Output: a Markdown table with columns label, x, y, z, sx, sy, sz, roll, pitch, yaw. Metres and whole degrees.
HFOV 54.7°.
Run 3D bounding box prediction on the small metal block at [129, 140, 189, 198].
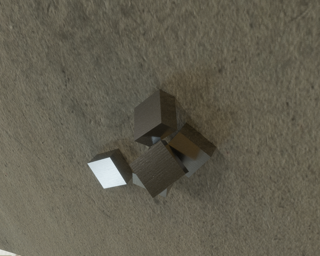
| label | x | y | z | sx | sy | sz | roll | pitch | yaw |
| --- | --- | --- | --- | --- | --- | --- | --- | --- | --- |
| small metal block | -0.001 | 0.050 | 0.385 | 0.050 | 0.025 | 0.050 | -39 | 79 | 10 |

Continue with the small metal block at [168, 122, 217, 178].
| label | x | y | z | sx | sy | sz | roll | pitch | yaw |
| --- | --- | --- | --- | --- | --- | --- | --- | --- | --- |
| small metal block | 0.036 | 0.029 | 0.405 | 0.050 | 0.025 | 0.050 | 40 | 129 | 1 |

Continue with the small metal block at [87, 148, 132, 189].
| label | x | y | z | sx | sy | sz | roll | pitch | yaw |
| --- | --- | --- | --- | --- | --- | --- | --- | --- | --- |
| small metal block | -0.077 | 0.064 | 0.485 | 0.050 | 0.025 | 0.050 | -18 | 109 | 34 |

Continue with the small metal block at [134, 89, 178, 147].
| label | x | y | z | sx | sy | sz | roll | pitch | yaw |
| --- | --- | --- | --- | --- | --- | --- | --- | --- | --- |
| small metal block | -0.007 | -0.012 | 0.382 | 0.025 | 0.050 | 0.050 | 24 | 138 | -35 |

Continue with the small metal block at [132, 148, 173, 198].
| label | x | y | z | sx | sy | sz | roll | pitch | yaw |
| --- | --- | --- | --- | --- | --- | --- | --- | --- | --- |
| small metal block | -0.003 | 0.060 | 0.425 | 0.050 | 0.050 | 0.025 | 21 | 139 | 15 |
